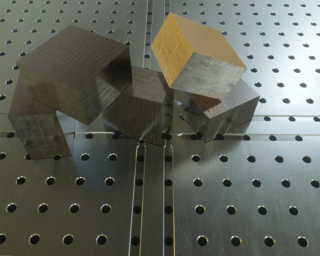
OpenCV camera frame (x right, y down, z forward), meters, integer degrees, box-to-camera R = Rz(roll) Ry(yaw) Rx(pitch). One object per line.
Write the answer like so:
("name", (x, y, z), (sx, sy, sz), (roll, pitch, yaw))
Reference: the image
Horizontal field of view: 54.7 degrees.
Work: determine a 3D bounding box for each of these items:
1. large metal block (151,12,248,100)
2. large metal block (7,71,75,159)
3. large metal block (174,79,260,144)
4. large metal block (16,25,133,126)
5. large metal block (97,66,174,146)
("large metal block", (0.045, -0.086, 0.375), (0.081, 0.050, 0.080), (8, 44, -32))
("large metal block", (-0.141, -0.019, 0.385), (0.050, 0.080, 0.080), (-5, 50, -4))
("large metal block", (0.073, -0.037, 0.423), (0.081, 0.050, 0.080), (-24, 54, -19))
("large metal block", (-0.088, -0.060, 0.335), (0.080, 0.050, 0.080), (25, 54, 19))
("large metal block", (-0.028, -0.030, 0.396), (0.080, 0.080, 0.050), (15, 52, 11))
